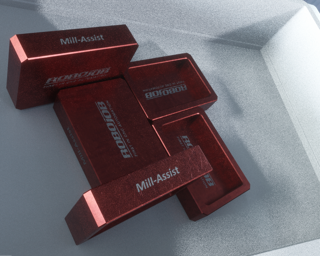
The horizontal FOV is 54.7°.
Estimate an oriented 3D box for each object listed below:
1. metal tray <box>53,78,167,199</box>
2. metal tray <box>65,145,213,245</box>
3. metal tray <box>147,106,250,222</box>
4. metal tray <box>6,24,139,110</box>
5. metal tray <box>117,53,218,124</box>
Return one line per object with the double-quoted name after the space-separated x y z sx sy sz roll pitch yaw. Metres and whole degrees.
-0.057 0.008 0.365 0.091 0.030 0.130 -19 72 -36 "metal tray"
-0.020 0.066 0.310 0.131 0.090 0.030 -19 72 -35 "metal tray"
0.048 0.041 0.402 0.091 0.030 0.130 -19 72 -36 "metal tray"
-0.098 -0.069 0.350 0.131 0.090 0.030 -20 73 -36 "metal tray"
0.010 -0.056 0.441 0.131 0.030 0.090 -19 72 -35 "metal tray"
